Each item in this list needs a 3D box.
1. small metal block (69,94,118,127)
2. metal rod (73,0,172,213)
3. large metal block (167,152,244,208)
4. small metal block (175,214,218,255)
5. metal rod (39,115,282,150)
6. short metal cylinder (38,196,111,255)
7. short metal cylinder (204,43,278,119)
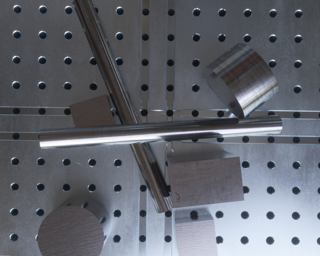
[{"bbox_3d":[-0.087,-0.013,0.413,0.050,0.025,0.050,-17,90,0],"label":"small metal block"},{"bbox_3d":[-0.048,-0.030,0.412,0.025,0.025,0.299,-22,90,0],"label":"metal rod"},{"bbox_3d":[0.052,0.060,0.386,0.080,0.080,0.050,-6,90,0],"label":"large metal block"},{"bbox_3d":[0.048,0.146,0.414,0.050,0.025,0.050,-6,90,0],"label":"small metal block"},{"bbox_3d":[0.008,0.004,0.392,0.302,0.025,0.025,-4,90,-9],"label":"metal rod"},{"bbox_3d":[-0.108,0.134,0.400,0.081,0.050,0.080,0,90,0],"label":"short metal cylinder"},{"bbox_3d":[0.099,-0.058,0.386,0.050,0.080,0.080,-37,90,0],"label":"short metal cylinder"}]
